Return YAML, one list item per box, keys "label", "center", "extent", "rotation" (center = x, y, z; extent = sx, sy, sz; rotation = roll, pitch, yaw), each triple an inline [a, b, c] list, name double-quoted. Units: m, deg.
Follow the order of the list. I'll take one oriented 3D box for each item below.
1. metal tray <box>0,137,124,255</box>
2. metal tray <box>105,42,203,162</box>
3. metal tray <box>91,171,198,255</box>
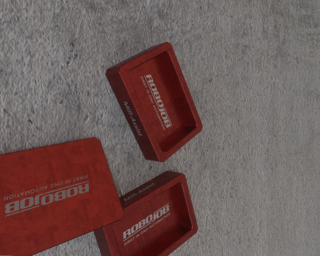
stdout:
- label: "metal tray"
  center: [-0.108, 0.065, 0.291]
  extent: [0.131, 0.030, 0.090]
  rotation: [-11, 76, -39]
- label: "metal tray"
  center: [-0.002, -0.033, 0.398]
  extent: [0.091, 0.030, 0.129]
  rotation: [-37, 113, -34]
- label: "metal tray"
  center: [-0.014, 0.121, 0.389]
  extent: [0.131, 0.030, 0.089]
  rotation: [-24, 105, -37]
